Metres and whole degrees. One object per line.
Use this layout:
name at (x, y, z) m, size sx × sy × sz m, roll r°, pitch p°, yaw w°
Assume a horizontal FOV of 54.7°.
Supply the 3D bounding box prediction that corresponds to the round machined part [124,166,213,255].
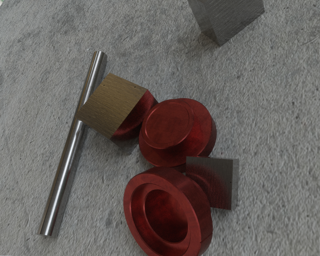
round machined part at (0.012, 0.085, 0.313) m, size 0.098 × 0.042 × 0.097 m, roll 13°, pitch 111°, yaw 39°

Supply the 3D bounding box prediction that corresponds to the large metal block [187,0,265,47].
large metal block at (0.090, -0.176, 0.429) m, size 0.080 × 0.080 × 0.050 m, roll -38°, pitch 51°, yaw 2°

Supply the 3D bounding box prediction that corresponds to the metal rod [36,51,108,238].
metal rod at (-0.124, 0.007, 0.464) m, size 0.025 × 0.025 × 0.299 m, roll -5°, pitch 59°, yaw 25°

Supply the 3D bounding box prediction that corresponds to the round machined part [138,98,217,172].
round machined part at (0.016, 0.003, 0.383) m, size 0.098 × 0.042 × 0.098 m, roll -13°, pitch 56°, yaw 21°

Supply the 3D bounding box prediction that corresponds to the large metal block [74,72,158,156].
large metal block at (-0.057, -0.021, 0.431) m, size 0.080 × 0.050 × 0.080 m, roll 28°, pitch 77°, yaw 37°

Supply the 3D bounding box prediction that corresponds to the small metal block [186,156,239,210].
small metal block at (0.055, 0.056, 0.328) m, size 0.050 × 0.025 × 0.050 m, roll 1°, pitch 87°, yaw 28°
